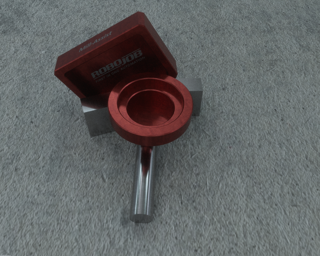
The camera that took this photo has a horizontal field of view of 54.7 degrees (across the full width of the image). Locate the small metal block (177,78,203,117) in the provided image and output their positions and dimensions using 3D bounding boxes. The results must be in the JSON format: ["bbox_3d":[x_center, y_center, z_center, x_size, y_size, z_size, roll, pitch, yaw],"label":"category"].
[{"bbox_3d":[0.030,-0.041,0.423,0.050,0.050,0.025,-1,50,-2],"label":"small metal block"}]

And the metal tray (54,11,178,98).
[{"bbox_3d":[-0.055,-0.078,0.397,0.130,0.090,0.030,-23,46,19],"label":"metal tray"}]

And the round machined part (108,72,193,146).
[{"bbox_3d":[-0.011,-0.018,0.373,0.099,0.042,0.098,2,53,-2],"label":"round machined part"}]

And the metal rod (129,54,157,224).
[{"bbox_3d":[-0.014,-0.019,0.421,0.025,0.025,0.300,2,50,1],"label":"metal rod"}]

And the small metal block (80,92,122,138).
[{"bbox_3d":[-0.072,-0.018,0.402,0.050,0.050,0.025,-15,52,-13],"label":"small metal block"}]
